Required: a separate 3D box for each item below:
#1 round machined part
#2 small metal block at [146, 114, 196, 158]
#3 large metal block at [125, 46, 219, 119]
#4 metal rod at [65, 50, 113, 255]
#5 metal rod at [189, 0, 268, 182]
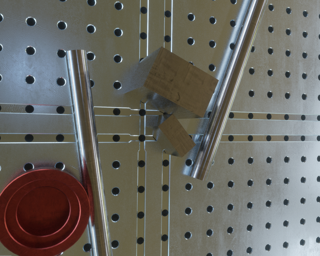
[{"bbox_3d":[-0.133,0.093,0.355,0.099,0.042,0.097,0,90,-21],"label":"round machined part"},{"bbox_3d":[0.013,0.009,0.405,0.025,0.050,0.050,-41,103,-16],"label":"small metal block"},{"bbox_3d":[0.012,-0.051,0.389,0.080,0.080,0.050,26,81,-19],"label":"large metal block"},{"bbox_3d":[-0.084,0.056,0.382,0.025,0.025,0.298,-8,93,-20],"label":"metal rod"},{"bbox_3d":[0.104,-0.068,0.452,0.025,0.025,0.299,23,82,-19],"label":"metal rod"}]
